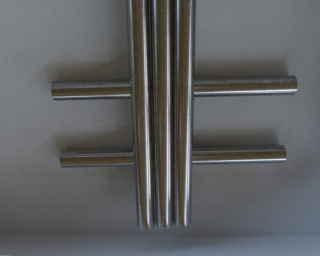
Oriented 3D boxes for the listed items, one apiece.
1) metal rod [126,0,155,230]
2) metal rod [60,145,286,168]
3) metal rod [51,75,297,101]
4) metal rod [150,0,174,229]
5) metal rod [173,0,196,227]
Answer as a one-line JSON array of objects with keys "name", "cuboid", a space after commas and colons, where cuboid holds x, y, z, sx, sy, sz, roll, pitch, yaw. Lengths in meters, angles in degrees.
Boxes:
[{"name": "metal rod", "cuboid": [-0.022, -0.006, 0.380, 0.025, 0.025, 0.298, -1, 110, 0]}, {"name": "metal rod", "cuboid": [0.018, 0.039, 0.425, 0.302, 0.025, 0.025, -1, 110, 0]}, {"name": "metal rod", "cuboid": [0.018, -0.051, 0.392, 0.302, 0.025, 0.025, -1, 110, 0]}, {"name": "metal rod", "cuboid": [0.004, -0.008, 0.379, 0.025, 0.025, 0.298, -1, 110, 0]}, {"name": "metal rod", "cuboid": [0.028, -0.010, 0.379, 0.025, 0.025, 0.298, -1, 110, 0]}]
